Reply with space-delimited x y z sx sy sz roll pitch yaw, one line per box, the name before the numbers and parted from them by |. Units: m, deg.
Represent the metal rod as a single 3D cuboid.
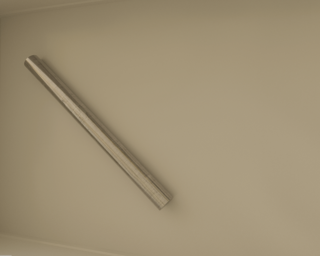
metal rod | -0.095 -0.002 0.444 0.300 0.025 0.025 44 104 14
